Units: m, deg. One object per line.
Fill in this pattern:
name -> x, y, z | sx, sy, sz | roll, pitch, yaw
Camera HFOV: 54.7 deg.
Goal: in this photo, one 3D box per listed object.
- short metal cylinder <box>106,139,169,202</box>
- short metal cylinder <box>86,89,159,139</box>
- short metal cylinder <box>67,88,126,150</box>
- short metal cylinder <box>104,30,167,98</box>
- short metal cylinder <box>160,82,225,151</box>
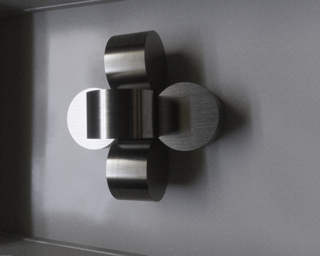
short metal cylinder -> -0.025, 0.050, 0.388 | 0.050, 0.080, 0.080 | -2, 90, 19
short metal cylinder -> -0.041, -0.014, 0.347 | 0.080, 0.080, 0.050 | -1, 90, 20
short metal cylinder -> -0.077, -0.012, 0.423 | 0.080, 0.050, 0.080 | 0, 90, 20
short metal cylinder -> -0.027, -0.078, 0.389 | 0.050, 0.080, 0.080 | -2, 90, 19
short metal cylinder -> 0.036, -0.013, 0.382 | 0.080, 0.050, 0.080 | 0, 90, 20
